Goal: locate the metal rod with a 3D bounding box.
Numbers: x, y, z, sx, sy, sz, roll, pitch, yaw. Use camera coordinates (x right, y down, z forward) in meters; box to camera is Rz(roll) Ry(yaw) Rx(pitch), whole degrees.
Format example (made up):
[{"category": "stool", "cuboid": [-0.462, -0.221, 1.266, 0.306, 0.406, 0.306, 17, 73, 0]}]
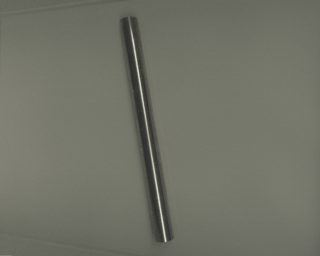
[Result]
[{"category": "metal rod", "cuboid": [-0.018, -0.001, 0.417, 0.025, 0.025, 0.299, -11, 86, 20]}]
